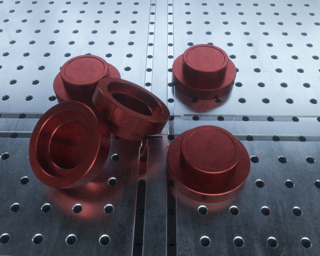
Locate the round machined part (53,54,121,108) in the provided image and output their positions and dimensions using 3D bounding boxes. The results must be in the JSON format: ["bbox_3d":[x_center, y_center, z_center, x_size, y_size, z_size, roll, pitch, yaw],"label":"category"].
[{"bbox_3d":[-0.107,-0.071,0.456,0.099,0.042,0.098,0,50,0],"label":"round machined part"}]

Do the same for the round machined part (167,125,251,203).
[{"bbox_3d":[0.058,0.035,0.368,0.099,0.042,0.098,0,50,0],"label":"round machined part"}]

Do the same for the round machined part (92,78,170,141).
[{"bbox_3d":[-0.040,-0.020,0.394,0.098,0.042,0.098,25,25,-12],"label":"round machined part"}]

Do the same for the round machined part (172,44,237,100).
[{"bbox_3d":[0.068,-0.092,0.474,0.099,0.042,0.098,0,50,0],"label":"round machined part"}]

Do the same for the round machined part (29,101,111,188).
[{"bbox_3d":[-0.099,0.021,0.360,0.098,0.042,0.098,-6,74,22],"label":"round machined part"}]
